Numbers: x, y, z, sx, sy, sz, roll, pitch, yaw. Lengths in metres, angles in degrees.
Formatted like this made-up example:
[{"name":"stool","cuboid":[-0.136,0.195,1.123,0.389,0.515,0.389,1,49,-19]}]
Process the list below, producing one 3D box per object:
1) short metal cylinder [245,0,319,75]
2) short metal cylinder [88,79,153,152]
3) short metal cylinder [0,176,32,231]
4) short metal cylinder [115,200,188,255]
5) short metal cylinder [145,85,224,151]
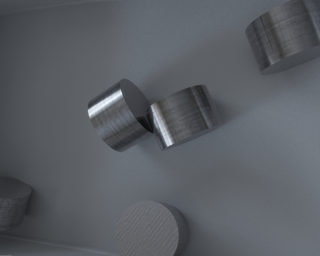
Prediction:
[{"name":"short metal cylinder","cuboid":[0.139,-0.096,0.332,0.080,0.080,0.050,-20,84,18]},{"name":"short metal cylinder","cuboid":[-0.045,-0.016,0.396,0.050,0.080,0.080,-31,80,17]},{"name":"short metal cylinder","cuboid":[-0.242,0.111,0.464,0.080,0.080,0.050,20,97,18]},{"name":"short metal cylinder","cuboid":[-0.009,0.133,0.389,0.080,0.050,0.080,-5,72,16]},{"name":"short metal cylinder","cuboid":[0.029,-0.011,0.371,0.080,0.080,0.050,-26,82,18]}]
